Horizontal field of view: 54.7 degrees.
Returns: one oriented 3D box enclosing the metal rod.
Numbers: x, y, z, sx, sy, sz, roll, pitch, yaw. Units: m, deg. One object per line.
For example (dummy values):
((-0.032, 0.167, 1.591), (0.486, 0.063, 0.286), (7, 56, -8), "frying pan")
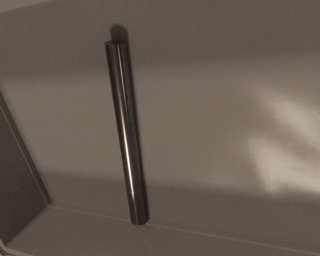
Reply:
((-0.045, 0.026, 0.446), (0.025, 0.025, 0.298), (10, 123, 22), "metal rod")
